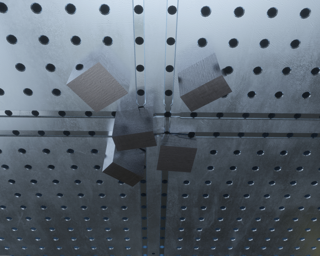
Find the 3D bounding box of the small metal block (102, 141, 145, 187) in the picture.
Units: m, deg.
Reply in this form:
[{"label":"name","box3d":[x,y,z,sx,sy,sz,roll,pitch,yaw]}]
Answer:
[{"label":"small metal block","box3d":[-0.050,0.047,0.435,0.050,0.050,0.025,32,123,-24]}]

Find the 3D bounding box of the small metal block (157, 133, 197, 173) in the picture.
[{"label":"small metal block","box3d":[0.023,0.036,0.443,0.050,0.025,0.050,5,130,-5]}]

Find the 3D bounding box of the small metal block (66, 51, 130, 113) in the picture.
[{"label":"small metal block","box3d":[-0.072,-0.053,0.366,0.050,0.025,0.050,-29,125,22]}]

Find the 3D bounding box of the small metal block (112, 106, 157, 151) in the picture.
[{"label":"small metal block","box3d":[-0.031,0.000,0.395,0.050,0.050,0.025,-8,130,6]}]

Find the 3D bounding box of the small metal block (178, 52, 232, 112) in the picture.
[{"label":"small metal block","box3d":[0.049,-0.052,0.352,0.050,0.050,0.025,-27,125,20]}]
